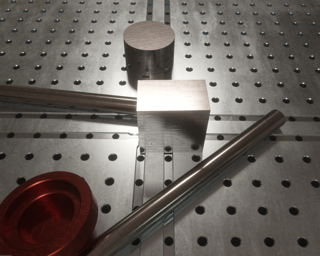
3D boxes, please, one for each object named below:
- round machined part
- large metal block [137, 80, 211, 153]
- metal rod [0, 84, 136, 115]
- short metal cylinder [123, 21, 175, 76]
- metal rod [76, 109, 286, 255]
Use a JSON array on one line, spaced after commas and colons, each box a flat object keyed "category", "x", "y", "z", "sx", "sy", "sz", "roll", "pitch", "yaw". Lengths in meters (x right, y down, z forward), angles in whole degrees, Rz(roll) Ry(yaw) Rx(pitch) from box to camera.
[{"category": "round machined part", "x": -0.109, "y": 0.094, "z": 0.308, "sx": 0.099, "sy": 0.042, "sz": 0.098, "roll": -6, "pitch": 43, "yaw": 6}, {"category": "large metal block", "x": 0.014, "y": -0.013, "z": 0.383, "sx": 0.081, "sy": 0.080, "sz": 0.050, "roll": -1, "pitch": 50, "yaw": -1}, {"category": "metal rod", "x": -0.136, "y": -0.041, "z": 0.440, "sx": 0.302, "sy": 0.025, "sz": 0.025, "roll": 6, "pitch": 50, "yaw": 4}, {"category": "short metal cylinder", "x": -0.017, "y": -0.129, "z": 0.500, "sx": 0.081, "sy": 0.050, "sz": 0.080, "roll": 0, "pitch": 50, "yaw": 0}, {"category": "metal rod", "x": 0.043, "y": 0.058, "z": 0.359, "sx": 0.302, "sy": 0.025, "sz": 0.025, "roll": -32, "pitch": 57, "yaw": -24}]
